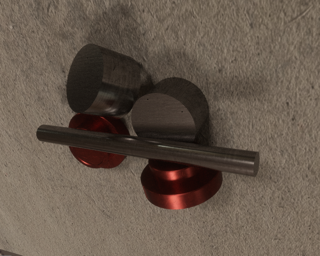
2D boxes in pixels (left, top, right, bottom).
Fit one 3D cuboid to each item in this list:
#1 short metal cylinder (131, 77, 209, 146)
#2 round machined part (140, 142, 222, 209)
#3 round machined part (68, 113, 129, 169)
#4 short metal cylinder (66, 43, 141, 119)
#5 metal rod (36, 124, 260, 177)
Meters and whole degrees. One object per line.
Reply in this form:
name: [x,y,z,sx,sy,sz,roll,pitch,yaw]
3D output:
short metal cylinder: [0.013,-0.015,0.374,0.080,0.050,0.079,13,124,20]
round machined part: [0.024,0.050,0.377,0.098,0.098,0.042,0,119,28]
round machined part: [-0.096,0.021,0.457,0.098,0.042,0.097,13,124,20]
short metal cylinder: [-0.068,-0.053,0.366,0.080,0.050,0.080,-11,75,45]
metal rod: [-0.037,0.021,0.374,0.300,0.025,0.025,6,121,29]
